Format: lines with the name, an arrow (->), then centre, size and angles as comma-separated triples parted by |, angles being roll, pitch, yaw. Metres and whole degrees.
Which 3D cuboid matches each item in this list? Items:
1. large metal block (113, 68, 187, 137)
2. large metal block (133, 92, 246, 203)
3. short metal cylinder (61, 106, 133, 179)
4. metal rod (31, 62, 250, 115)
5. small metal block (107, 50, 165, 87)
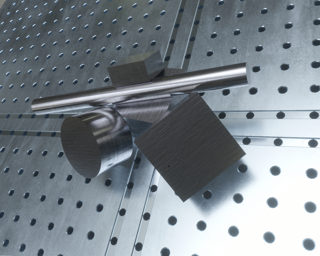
large metal block -> -0.007, -0.033, 0.411 | 0.080, 0.050, 0.080 | 12, 67, 33
large metal block -> 0.030, 0.018, 0.334 | 0.080, 0.050, 0.080 | -39, 95, 2
short metal cylinder -> -0.081, 0.017, 0.392 | 0.080, 0.079, 0.050 | 21, 30, 36
metal rod -> -0.043, -0.044, 0.389 | 0.300, 0.025, 0.025 | -5, 59, 25
small metal block -> -0.029, -0.074, 0.385 | 0.050, 0.025, 0.050 | -6, 24, 25
